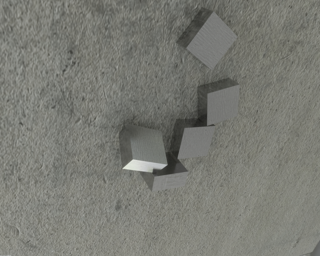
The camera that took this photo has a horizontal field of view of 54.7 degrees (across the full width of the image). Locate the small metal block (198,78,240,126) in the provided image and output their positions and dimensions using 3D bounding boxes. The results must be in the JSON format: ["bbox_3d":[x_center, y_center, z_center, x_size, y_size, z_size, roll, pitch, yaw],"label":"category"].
[{"bbox_3d":[0.080,-0.036,0.428,0.050,0.025,0.050,-18,126,-18],"label":"small metal block"}]

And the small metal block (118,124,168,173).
[{"bbox_3d":[-0.022,0.026,0.391,0.050,0.050,0.025,13,141,-34],"label":"small metal block"}]

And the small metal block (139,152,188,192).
[{"bbox_3d":[0.003,0.059,0.429,0.050,0.050,0.025,-4,121,-26],"label":"small metal block"}]

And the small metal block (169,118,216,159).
[{"bbox_3d":[0.046,0.014,0.440,0.050,0.025,0.050,-4,120,-27],"label":"small metal block"}]

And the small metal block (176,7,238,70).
[{"bbox_3d":[0.057,-0.106,0.372,0.050,0.025,0.050,30,102,-38],"label":"small metal block"}]
